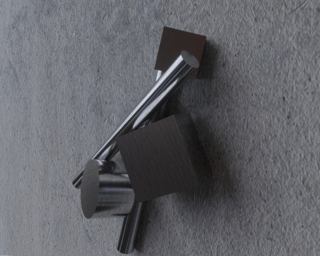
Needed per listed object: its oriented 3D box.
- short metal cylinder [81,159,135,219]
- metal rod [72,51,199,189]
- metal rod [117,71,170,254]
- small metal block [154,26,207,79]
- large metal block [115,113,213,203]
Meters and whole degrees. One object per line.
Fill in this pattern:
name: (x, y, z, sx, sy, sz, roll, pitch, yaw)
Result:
short metal cylinder: (-0.075, 0.085, 0.435, 0.080, 0.050, 0.080, -20, 66, 57)
metal rod: (-0.051, 0.008, 0.426, 0.298, 0.025, 0.025, -45, 63, 38)
metal rod: (-0.016, 0.032, 0.419, 0.025, 0.025, 0.298, 22, 104, 38)
small metal block: (0.024, -0.089, 0.371, 0.050, 0.025, 0.050, 13, 100, -1)
large metal block: (0.005, 0.034, 0.366, 0.080, 0.050, 0.080, -22, 85, 25)
